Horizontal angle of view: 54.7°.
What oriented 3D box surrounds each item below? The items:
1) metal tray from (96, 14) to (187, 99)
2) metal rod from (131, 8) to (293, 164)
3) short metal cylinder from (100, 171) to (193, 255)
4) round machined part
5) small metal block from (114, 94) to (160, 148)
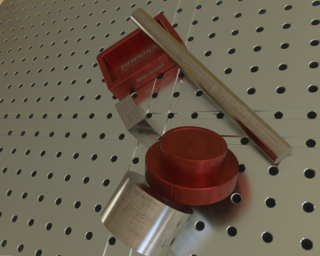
[{"bbox_3d":[-0.030,-0.114,0.488,0.130,0.030,0.090,-32,52,7],"label":"metal tray"},{"bbox_3d":[0.048,-0.072,0.399,0.025,0.025,0.300,-40,60,1],"label":"metal rod"},{"bbox_3d":[-0.013,0.087,0.320,0.080,0.080,0.050,31,91,37],"label":"short metal cylinder"},{"bbox_3d":[0.034,0.032,0.326,0.099,0.042,0.098,2,29,-1],"label":"round machined part"},{"bbox_3d":[-0.029,-0.009,0.412,0.025,0.050,0.050,-36,52,5],"label":"small metal block"}]
